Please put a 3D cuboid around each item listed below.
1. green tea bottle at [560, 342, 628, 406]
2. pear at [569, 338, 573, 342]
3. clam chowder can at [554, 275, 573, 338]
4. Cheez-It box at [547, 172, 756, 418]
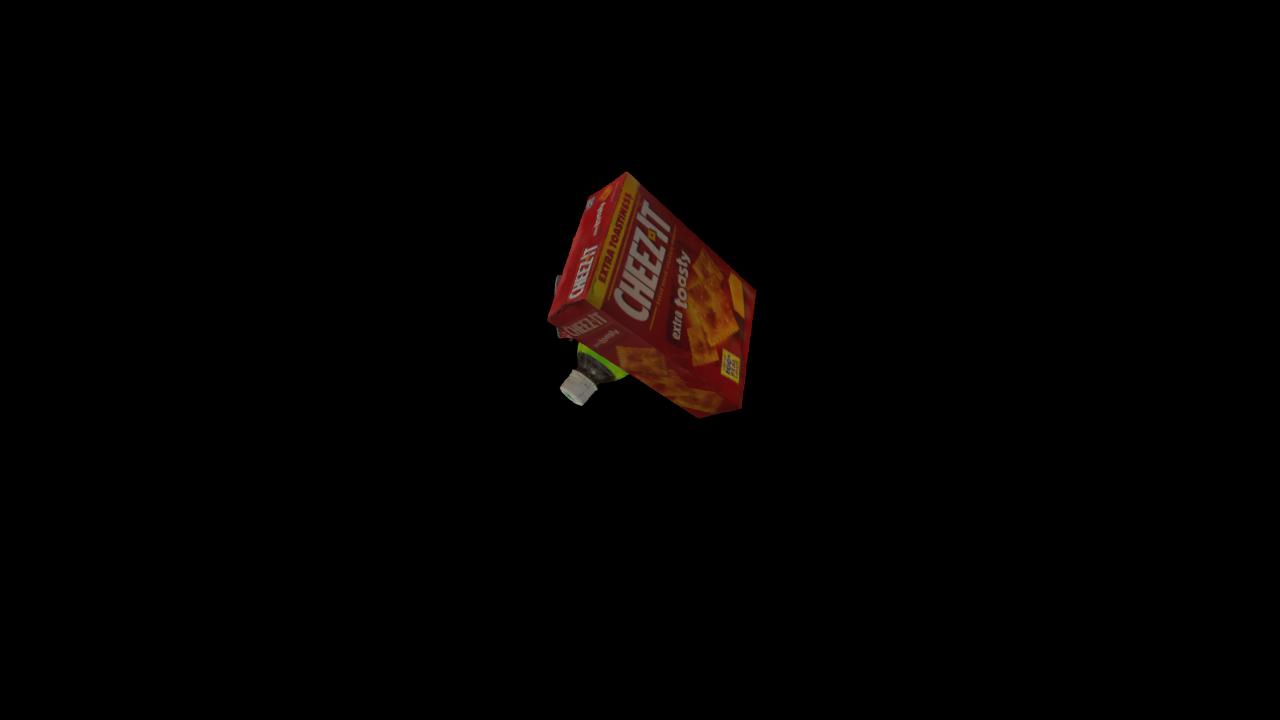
[{"bbox_3d":[-0.009,-0.040,0.664,0.073,0.212,0.073,33,-16,11],"label":"green tea bottle"},{"bbox_3d":[-0.040,-0.053,0.651,0.111,0.080,0.080,-15,-10,40],"label":"pear"},{"bbox_3d":[-0.036,-0.057,0.650,0.102,0.068,0.068,-1,0,0],"label":"clam chowder can"},{"bbox_3d":[0.025,-0.061,0.647,0.223,0.166,0.071,35,-37,-31],"label":"Cheez-It box"}]
